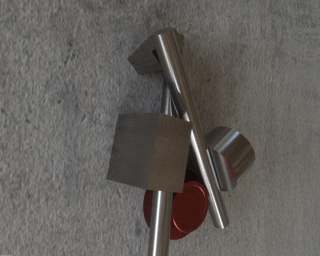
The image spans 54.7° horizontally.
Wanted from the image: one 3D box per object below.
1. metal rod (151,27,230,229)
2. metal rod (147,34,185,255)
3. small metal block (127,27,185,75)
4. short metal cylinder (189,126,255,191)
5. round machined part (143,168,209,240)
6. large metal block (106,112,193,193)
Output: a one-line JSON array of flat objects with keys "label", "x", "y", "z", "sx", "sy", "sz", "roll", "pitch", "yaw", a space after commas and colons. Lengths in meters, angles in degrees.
[{"label": "metal rod", "x": 0.048, "y": 0.020, "z": 0.404, "sx": 0.025, "sy": 0.025, "sz": 0.298, "roll": -40, "pitch": 123, "yaw": -33}, {"label": "metal rod", "x": 0.009, "y": 0.021, "z": 0.396, "sx": 0.025, "sy": 0.025, "sz": 0.299, "roll": 15, "pitch": 74, "yaw": -39}, {"label": "small metal block", "x": -0.005, "y": -0.095, "z": 0.387, "sx": 0.050, "sy": 0.050, "sz": 0.025, "roll": -52, "pitch": 121, "yaw": -27}, {"label": "short metal cylinder", "x": 0.089, "y": 0.044, "z": 0.448, "sx": 0.050, "sy": 0.080, "sz": 0.080, "roll": -40, "pitch": 115, "yaw": -33}, {"label": "round machined part", "x": 0.028, "y": 0.103, "z": 0.422, "sx": 0.099, "sy": 0.042, "sz": 0.097, "roll": 0, "pitch": 90, "yaw": -40}, {"label": "large metal block", "x": -0.014, "y": 0.028, "z": 0.361, "sx": 0.050, "sy": 0.080, "sz": 0.080, "roll": 15, "pitch": 80, "yaw": -39}]
